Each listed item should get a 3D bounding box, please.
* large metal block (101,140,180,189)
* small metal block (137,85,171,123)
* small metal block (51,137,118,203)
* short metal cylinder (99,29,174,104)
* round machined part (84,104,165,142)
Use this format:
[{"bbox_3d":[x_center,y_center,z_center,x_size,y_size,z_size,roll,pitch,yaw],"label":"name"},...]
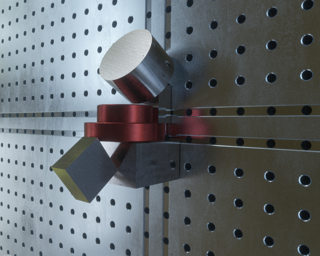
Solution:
[{"bbox_3d":[-0.031,0.041,0.396,0.080,0.081,0.050,1,91,39],"label":"large metal block"},{"bbox_3d":[-0.013,-0.032,0.417,0.050,0.025,0.050,1,91,39],"label":"small metal block"},{"bbox_3d":[-0.081,0.045,0.339,0.025,0.050,0.050,2,129,39],"label":"small metal block"},{"bbox_3d":[-0.029,-0.078,0.393,0.080,0.050,0.080,-21,49,26],"label":"short metal cylinder"},{"bbox_3d":[-0.043,-0.007,0.381,0.098,0.099,0.042,1,91,39],"label":"round machined part"}]
